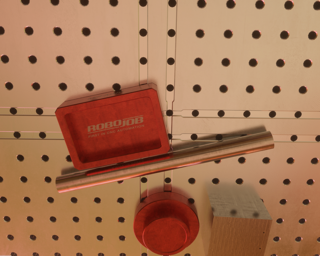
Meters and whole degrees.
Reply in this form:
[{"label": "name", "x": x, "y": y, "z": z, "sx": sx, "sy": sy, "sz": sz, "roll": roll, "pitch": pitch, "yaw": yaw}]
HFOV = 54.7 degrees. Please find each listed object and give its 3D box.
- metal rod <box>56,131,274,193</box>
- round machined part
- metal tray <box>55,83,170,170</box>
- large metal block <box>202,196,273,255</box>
[{"label": "metal rod", "x": 0.004, "y": 0.048, "z": 0.431, "sx": 0.302, "sy": 0.025, "sz": 0.025, "roll": -12, "pitch": 110, "yaw": 4}, {"label": "round machined part", "x": 0.009, "y": 0.148, "z": 0.459, "sx": 0.099, "sy": 0.042, "sz": 0.097, "roll": 0, "pitch": 110, "yaw": 0}, {"label": "metal tray", "x": -0.059, "y": -0.001, "z": 0.409, "sx": 0.131, "sy": 0.030, "sz": 0.089, "roll": -12, "pitch": 110, "yaw": 4}, {"label": "large metal block", "x": 0.110, "y": 0.150, "z": 0.457, "sx": 0.081, "sy": 0.050, "sz": 0.079, "roll": 4, "pitch": 110, "yaw": -2}]
